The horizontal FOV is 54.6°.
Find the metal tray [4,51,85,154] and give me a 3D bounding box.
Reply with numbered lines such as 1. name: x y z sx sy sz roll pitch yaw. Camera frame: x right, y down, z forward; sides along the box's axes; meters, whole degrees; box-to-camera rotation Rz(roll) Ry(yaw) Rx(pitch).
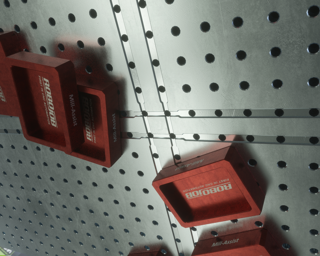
1. metal tray: -0.157 -0.034 0.431 0.090 0.030 0.129 14 124 20

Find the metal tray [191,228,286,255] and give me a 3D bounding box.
1. metal tray: 0.123 0.206 0.470 0.130 0.030 0.090 -29 103 37

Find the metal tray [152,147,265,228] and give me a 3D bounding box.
1. metal tray: 0.064 0.086 0.427 0.130 0.030 0.090 -24 105 36

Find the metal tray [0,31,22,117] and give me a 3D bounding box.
1. metal tray: -0.250 -0.083 0.490 0.090 0.030 0.129 7 122 24

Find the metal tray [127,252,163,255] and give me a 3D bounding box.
1. metal tray: -0.005 0.299 0.596 0.090 0.030 0.130 -22 107 36

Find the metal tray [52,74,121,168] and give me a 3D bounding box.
1. metal tray: -0.106 -0.010 0.458 0.090 0.030 0.129 15 125 20
